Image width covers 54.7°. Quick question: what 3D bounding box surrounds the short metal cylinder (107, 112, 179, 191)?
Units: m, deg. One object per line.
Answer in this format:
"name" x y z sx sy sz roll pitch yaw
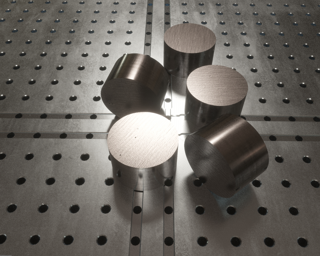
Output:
"short metal cylinder" -0.019 0.027 0.368 0.081 0.050 0.080 0 50 0

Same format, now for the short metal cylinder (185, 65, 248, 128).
"short metal cylinder" 0.076 -0.042 0.428 0.081 0.050 0.080 0 50 0

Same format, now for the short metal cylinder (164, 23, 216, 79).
"short metal cylinder" 0.046 -0.124 0.496 0.081 0.050 0.080 0 50 0

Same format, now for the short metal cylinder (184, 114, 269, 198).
"short metal cylinder" 0.072 0.030 0.347 0.050 0.080 0.080 -30 57 -23

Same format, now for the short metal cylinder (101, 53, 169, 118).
"short metal cylinder" -0.032 -0.052 0.416 0.080 0.080 0.050 11 51 8
